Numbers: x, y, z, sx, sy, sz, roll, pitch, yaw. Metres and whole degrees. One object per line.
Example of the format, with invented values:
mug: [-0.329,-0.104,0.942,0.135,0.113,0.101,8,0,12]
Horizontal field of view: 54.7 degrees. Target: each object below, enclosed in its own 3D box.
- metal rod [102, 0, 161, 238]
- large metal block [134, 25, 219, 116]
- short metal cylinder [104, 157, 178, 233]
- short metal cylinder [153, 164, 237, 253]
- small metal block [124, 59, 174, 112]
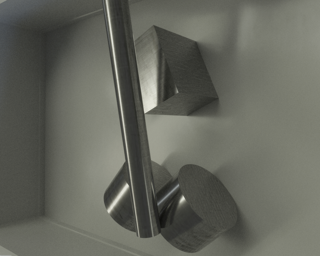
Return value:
metal rod: [-0.032,-0.042,0.302,0.025,0.025,0.298,-5,95,39]
large metal block: [0.014,-0.061,0.358,0.050,0.081,0.080,-30,72,36]
short metal cylinder: [-0.023,0.082,0.388,0.080,0.081,0.050,49,119,28]
short metal cylinder: [0.037,0.087,0.339,0.050,0.081,0.080,-49,61,29]
small metal block: [-0.016,-0.057,0.418,0.050,0.025,0.050,-35,69,34]
